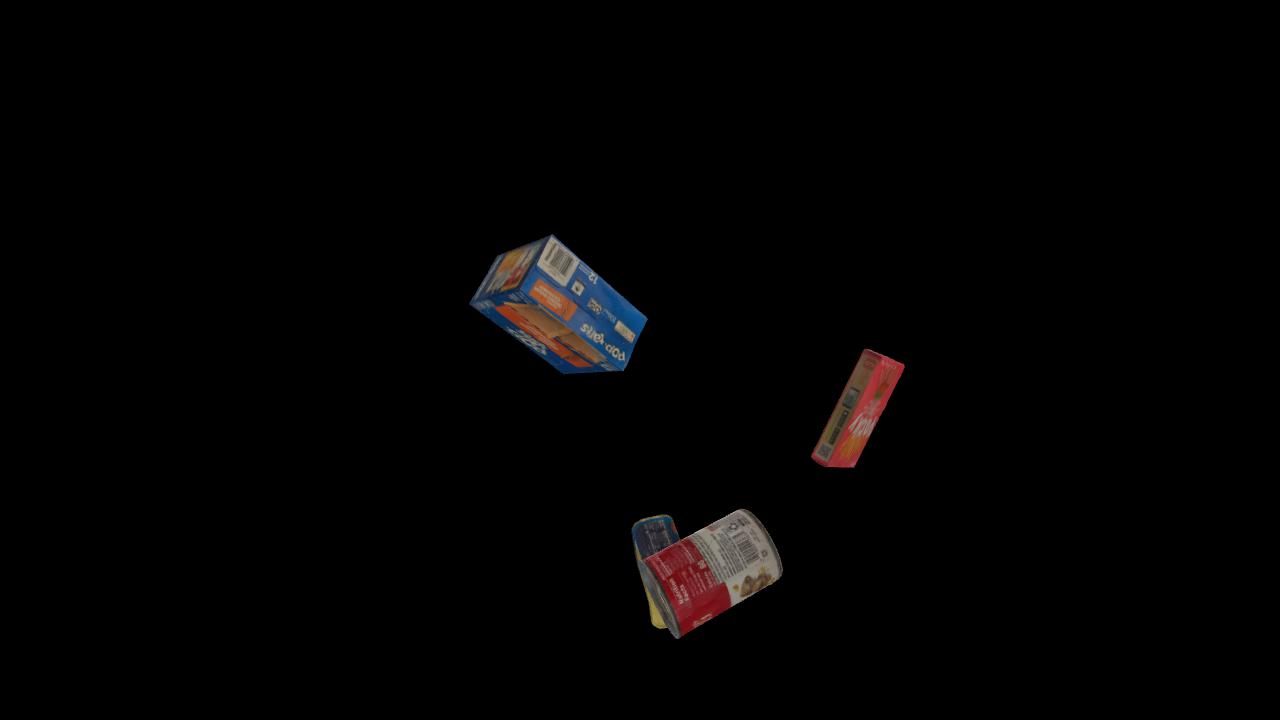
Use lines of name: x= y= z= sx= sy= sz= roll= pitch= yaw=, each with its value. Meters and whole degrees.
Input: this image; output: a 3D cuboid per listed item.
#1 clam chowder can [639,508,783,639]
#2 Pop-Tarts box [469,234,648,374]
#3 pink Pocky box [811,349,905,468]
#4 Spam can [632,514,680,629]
clam chowder can: x=0.059 y=0.176 z=0.517 sx=0.102 sy=0.068 sz=0.068 roll=-24 pitch=7 yaw=-15
Pop-Tarts box: x=-0.102 y=-0.060 z=0.770 sx=0.167 sy=0.083 sz=0.141 roll=40 pitch=-26 yaw=-30
pink Pocky box: x=0.279 y=0.065 z=0.785 sx=0.084 sy=0.155 sz=0.029 roll=12 pitch=15 yaw=-47
Spam can: x=0.027 y=0.247 z=0.725 sx=0.058 sy=0.101 sz=0.085 roll=-13 pitch=35 yaw=-8
